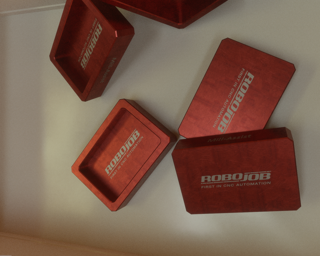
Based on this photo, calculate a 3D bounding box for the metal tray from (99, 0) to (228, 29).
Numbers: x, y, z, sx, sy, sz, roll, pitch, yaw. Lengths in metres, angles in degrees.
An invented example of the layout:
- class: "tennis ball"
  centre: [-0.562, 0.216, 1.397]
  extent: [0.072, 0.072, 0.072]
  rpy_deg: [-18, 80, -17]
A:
- class: "metal tray"
  centre: [0.002, -0.156, 0.336]
  extent: [0.090, 0.131, 0.030]
  rpy_deg: [-16, 72, 52]

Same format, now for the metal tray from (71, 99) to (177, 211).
- class: "metal tray"
  centre: [-0.051, 0.036, 0.424]
  extent: [0.090, 0.030, 0.130]
  rpy_deg: [41, 102, 15]

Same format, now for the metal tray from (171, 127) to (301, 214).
- class: "metal tray"
  centre: [0.088, 0.053, 0.359]
  extent: [0.130, 0.030, 0.089]
  rpy_deg: [-8, 110, 19]

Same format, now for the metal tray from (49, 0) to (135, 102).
- class: "metal tray"
  centre: [-0.095, -0.108, 0.406]
  extent: [0.090, 0.030, 0.129]
  rpy_deg: [51, 135, 11]

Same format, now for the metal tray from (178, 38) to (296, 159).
- class: "metal tray"
  centre: [0.091, -0.031, 0.376]
  extent: [0.090, 0.030, 0.129]
  rpy_deg: [28, 99, 17]
